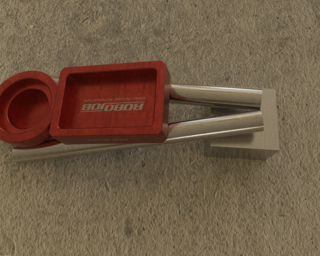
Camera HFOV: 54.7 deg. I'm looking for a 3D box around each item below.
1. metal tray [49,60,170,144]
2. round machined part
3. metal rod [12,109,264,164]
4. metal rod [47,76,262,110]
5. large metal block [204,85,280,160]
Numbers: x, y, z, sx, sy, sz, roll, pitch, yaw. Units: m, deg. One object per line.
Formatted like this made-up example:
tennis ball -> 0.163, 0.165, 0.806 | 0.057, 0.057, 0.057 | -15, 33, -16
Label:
metal tray -> -0.056, -0.029, 0.361 | 0.131, 0.030, 0.090 | -1, 69, 12
round machined part -> -0.165, -0.021, 0.400 | 0.098, 0.042, 0.098 | -3, 69, 9
metal rod -> -0.034, 0.012, 0.370 | 0.301, 0.025, 0.025 | -8, 70, 10
metal rod -> -0.029, -0.047, 0.392 | 0.301, 0.025, 0.025 | 6, 70, 15
large metal block -> 0.101, -0.006, 0.398 | 0.081, 0.050, 0.080 | 4, 70, 1
